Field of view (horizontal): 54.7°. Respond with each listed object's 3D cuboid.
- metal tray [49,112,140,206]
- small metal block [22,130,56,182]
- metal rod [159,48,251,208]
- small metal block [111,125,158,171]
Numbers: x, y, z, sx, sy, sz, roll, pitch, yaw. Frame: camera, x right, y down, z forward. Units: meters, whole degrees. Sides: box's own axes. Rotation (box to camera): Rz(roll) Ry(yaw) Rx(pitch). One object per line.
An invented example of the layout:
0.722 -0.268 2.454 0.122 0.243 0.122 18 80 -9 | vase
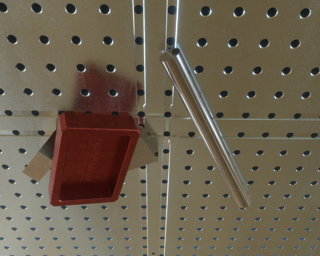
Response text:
-0.086 0.043 0.391 0.091 0.030 0.129 2 127 -26 | metal tray
-0.154 0.038 0.423 0.025 0.050 0.050 38 121 -14 | small metal block
0.075 0.021 0.430 0.025 0.025 0.299 -20 128 16 | metal rod
-0.036 0.030 0.436 0.050 0.025 0.050 -20 128 16 | small metal block
